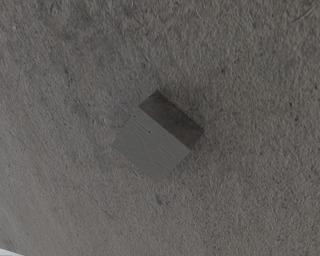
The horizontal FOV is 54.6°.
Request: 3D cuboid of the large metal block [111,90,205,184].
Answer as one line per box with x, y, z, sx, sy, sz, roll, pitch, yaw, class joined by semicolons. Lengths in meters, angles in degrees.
-0.004;0.013;0.401;0.080;0.050;0.080;40;129;1;large metal block
